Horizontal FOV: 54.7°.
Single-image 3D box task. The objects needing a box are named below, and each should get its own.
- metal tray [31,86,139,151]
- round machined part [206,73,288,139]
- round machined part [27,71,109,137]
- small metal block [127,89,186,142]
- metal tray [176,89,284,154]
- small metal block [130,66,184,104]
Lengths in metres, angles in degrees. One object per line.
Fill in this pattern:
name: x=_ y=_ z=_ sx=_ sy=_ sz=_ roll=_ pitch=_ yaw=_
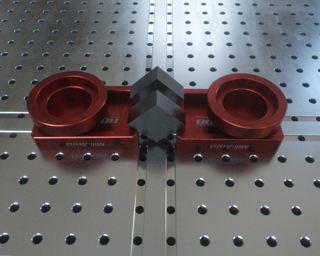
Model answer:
metal tray: x=-0.094 y=-0.015 z=0.417 sx=0.131 sy=0.030 sz=0.090 roll=0 pitch=52 yaw=-1
round machined part: x=0.108 y=-0.024 z=0.401 sx=0.099 sy=0.042 sz=0.098 roll=0 pitch=50 yaw=0
round machined part: x=-0.115 y=-0.026 z=0.402 sx=0.099 sy=0.042 sz=0.098 roll=0 pitch=50 yaw=0
small metal block: x=-0.004 y=-0.013 z=0.383 sx=0.050 sy=0.050 sz=0.025 roll=-32 pitch=40 yaw=33
metal tray: x=0.087 y=-0.011 z=0.415 sx=0.131 sy=0.030 sz=0.090 roll=1 pitch=50 yaw=0
small metal block: x=-0.004 y=-0.047 z=0.412 sx=0.050 sy=0.050 sz=0.025 roll=-32 pitch=40 yaw=33
